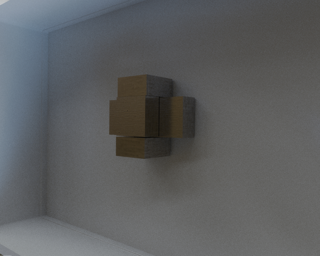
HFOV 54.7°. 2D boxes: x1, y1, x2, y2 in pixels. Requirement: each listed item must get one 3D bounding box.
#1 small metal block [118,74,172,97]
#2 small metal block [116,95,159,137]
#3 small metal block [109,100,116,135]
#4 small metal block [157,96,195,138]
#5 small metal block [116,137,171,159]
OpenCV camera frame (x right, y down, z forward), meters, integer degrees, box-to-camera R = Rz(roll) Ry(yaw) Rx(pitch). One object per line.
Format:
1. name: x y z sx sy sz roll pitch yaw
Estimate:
1. small metal block: -0.019 -0.052 0.404 0.050 0.050 0.025 1 91 40
2. small metal block: -0.029 -0.015 0.395 0.050 0.025 0.050 1 91 39
3. small metal block: -0.046 -0.015 0.442 0.050 0.025 0.050 1 91 40
4. small metal block: 0.016 -0.013 0.392 0.050 0.025 0.050 1 91 39
5. small metal block: -0.022 0.024 0.404 0.050 0.050 0.025 1 91 40
